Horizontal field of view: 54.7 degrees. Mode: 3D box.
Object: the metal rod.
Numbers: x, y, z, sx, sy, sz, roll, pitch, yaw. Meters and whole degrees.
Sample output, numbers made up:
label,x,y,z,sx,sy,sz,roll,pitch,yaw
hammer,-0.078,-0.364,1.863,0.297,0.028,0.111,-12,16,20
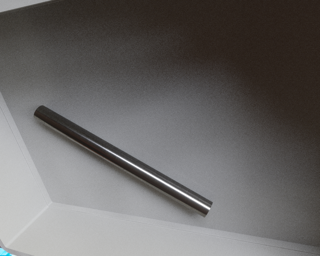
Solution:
label,x,y,z,sx,sy,sz,roll,pitch,yaw
metal rod,-0.061,0.046,0.467,0.301,0.025,0.025,29,128,9
